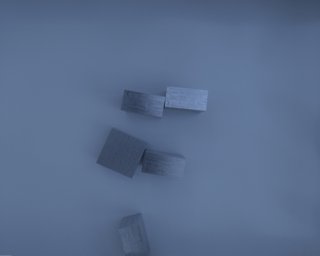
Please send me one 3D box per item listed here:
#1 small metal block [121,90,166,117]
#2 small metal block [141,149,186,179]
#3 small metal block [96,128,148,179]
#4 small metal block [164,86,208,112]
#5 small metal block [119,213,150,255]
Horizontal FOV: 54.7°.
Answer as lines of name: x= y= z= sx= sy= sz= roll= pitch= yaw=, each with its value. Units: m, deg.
small metal block: x=-0.020 y=-0.030 z=0.399 sx=0.050 sy=0.050 sz=0.025 roll=10 pitch=90 yaw=0
small metal block: x=0.004 y=0.045 z=0.399 sx=0.050 sy=0.050 sz=0.025 roll=10 pitch=90 yaw=0
small metal block: x=-0.049 y=0.032 z=0.411 sx=0.050 sy=0.025 sz=0.050 roll=24 pitch=90 yaw=0
small metal block: x=0.032 y=-0.036 z=0.399 sx=0.050 sy=0.050 sz=0.025 roll=6 pitch=90 yaw=0
small metal block: x=-0.032 y=0.143 z=0.399 sx=0.025 sy=0.050 sz=0.050 roll=-14 pitch=90 yaw=0
